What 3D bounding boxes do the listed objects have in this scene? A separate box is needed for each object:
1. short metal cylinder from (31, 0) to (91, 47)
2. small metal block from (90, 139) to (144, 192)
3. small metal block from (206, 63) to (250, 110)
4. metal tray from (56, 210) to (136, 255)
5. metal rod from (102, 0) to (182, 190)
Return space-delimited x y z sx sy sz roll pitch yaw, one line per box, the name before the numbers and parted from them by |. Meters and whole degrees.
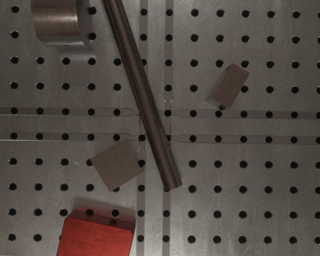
short metal cylinder | -0.119 -0.142 0.384 0.050 0.080 0.079 -1 90 0
small metal block | -0.056 0.049 0.413 0.050 0.025 0.050 -31 90 -1
small metal block | 0.086 -0.052 0.402 0.025 0.050 0.050 30 90 0
metal tray | -0.091 0.184 0.410 0.091 0.030 0.129 13 90 -1
metal rod | -0.029 -0.063 0.412 0.025 0.025 0.298 -18 90 0
